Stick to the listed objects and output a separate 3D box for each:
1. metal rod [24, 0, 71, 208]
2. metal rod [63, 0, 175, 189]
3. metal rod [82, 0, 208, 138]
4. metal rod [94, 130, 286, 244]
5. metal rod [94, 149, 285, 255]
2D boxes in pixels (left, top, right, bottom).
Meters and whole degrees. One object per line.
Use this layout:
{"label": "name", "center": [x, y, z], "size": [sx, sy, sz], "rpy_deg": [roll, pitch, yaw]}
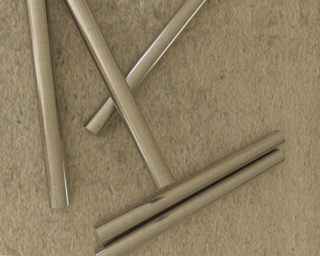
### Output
{"label": "metal rod", "center": [-0.133, -0.058, 0.360], "size": [0.025, 0.025, 0.298], "rpy_deg": [-7, 92, -20]}
{"label": "metal rod", "center": [-0.060, -0.068, 0.364], "size": [0.025, 0.025, 0.299], "rpy_deg": [-26, 91, -18]}
{"label": "metal rod", "center": [0.003, -0.113, 0.410], "size": [0.025, 0.025, 0.300], "rpy_deg": [40, 77, -16]}
{"label": "metal rod", "center": [0.054, 0.073, 0.430], "size": [0.302, 0.025, 0.025], "rpy_deg": [-24, 99, -19]}
{"label": "metal rod", "center": [0.054, 0.102, 0.430], "size": [0.302, 0.025, 0.025], "rpy_deg": [-25, 99, -19]}
